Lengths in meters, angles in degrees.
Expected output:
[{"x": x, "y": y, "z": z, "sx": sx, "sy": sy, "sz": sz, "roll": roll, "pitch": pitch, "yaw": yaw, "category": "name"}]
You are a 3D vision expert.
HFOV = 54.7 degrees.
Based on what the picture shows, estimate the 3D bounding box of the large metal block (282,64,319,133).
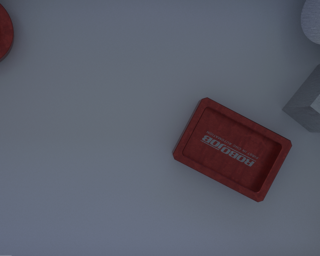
[{"x": 0.213, "y": -0.040, "z": 0.387, "sx": 0.050, "sy": 0.080, "sz": 0.080, "roll": 39, "pitch": 90, "yaw": -1, "category": "large metal block"}]

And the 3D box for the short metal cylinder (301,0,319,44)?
[{"x": 0.225, "y": -0.139, "z": 0.380, "sx": 0.050, "sy": 0.080, "sz": 0.079, "roll": -1, "pitch": 90, "yaw": -37, "category": "short metal cylinder"}]

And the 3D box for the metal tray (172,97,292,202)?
[{"x": 0.093, "y": 0.028, "z": 0.410, "sx": 0.130, "sy": 0.030, "sz": 0.090, "roll": 28, "pitch": 90, "yaw": -1, "category": "metal tray"}]

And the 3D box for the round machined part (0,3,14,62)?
[{"x": -0.236, "y": -0.124, "z": 0.383, "sx": 0.099, "sy": 0.042, "sz": 0.097, "roll": -1, "pitch": 92, "yaw": -24, "category": "round machined part"}]
